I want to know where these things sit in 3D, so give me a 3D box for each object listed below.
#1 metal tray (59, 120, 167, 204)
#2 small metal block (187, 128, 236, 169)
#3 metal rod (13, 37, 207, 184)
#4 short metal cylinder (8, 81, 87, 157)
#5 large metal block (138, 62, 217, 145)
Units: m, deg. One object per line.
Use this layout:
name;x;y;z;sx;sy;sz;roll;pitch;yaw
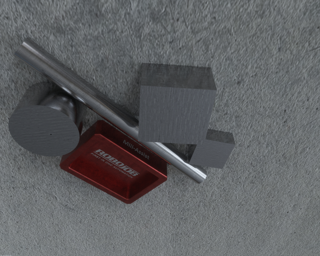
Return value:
metal tray;-0.064;0.054;0.451;0.130;0.030;0.090;36;121;-27
small metal block;0.071;0.028;0.434;0.050;0.025;0.050;10;130;-9
metal rod;-0.044;-0.007;0.401;0.025;0.025;0.301;-37;122;27
short metal cylinder;-0.135;-0.011;0.381;0.081;0.050;0.079;0;130;0
large metal block;0.017;-0.028;0.369;0.081;0.050;0.079;3;130;-3
